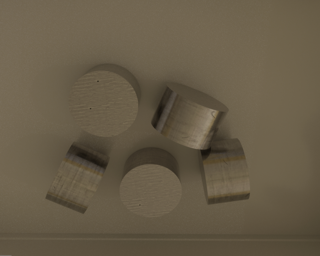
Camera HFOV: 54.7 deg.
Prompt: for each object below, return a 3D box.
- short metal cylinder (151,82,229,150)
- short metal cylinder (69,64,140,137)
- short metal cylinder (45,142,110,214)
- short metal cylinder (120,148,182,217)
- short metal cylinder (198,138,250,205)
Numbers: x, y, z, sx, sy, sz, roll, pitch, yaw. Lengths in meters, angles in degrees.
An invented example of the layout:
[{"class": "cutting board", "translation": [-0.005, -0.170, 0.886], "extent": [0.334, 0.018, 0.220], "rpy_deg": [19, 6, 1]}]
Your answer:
[{"class": "short metal cylinder", "translation": [0.036, -0.016, 0.376], "extent": [0.080, 0.080, 0.050], "rpy_deg": [20, 109, -8]}, {"class": "short metal cylinder", "translation": [-0.066, -0.035, 0.382], "extent": [0.081, 0.050, 0.079], "rpy_deg": [0, 110, -1]}, {"class": "short metal cylinder", "translation": [-0.105, 0.064, 0.402], "extent": [0.050, 0.080, 0.080], "rpy_deg": [26, 108, -10]}, {"class": "short metal cylinder", "translation": [-0.012, 0.074, 0.423], "extent": [0.081, 0.050, 0.079], "rpy_deg": [0, 110, -1]}, {"class": "short metal cylinder", "translation": [0.080, 0.056, 0.402], "extent": [0.050, 0.080, 0.079], "rpy_deg": [-8, 110, 3]}]
